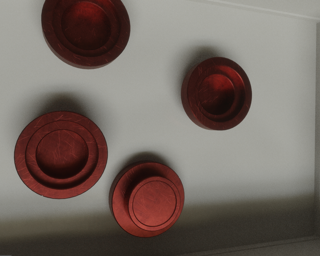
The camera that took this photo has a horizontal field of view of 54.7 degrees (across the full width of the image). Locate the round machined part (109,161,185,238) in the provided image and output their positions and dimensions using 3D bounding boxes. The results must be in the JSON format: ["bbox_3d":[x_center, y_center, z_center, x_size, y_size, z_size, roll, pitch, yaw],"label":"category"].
[{"bbox_3d":[-0.013,0.092,0.397,0.099,0.042,0.097,0,90,-20],"label":"round machined part"}]

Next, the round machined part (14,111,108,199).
[{"bbox_3d":[-0.113,0.030,0.360,0.099,0.042,0.097,0,90,-20],"label":"round machined part"}]

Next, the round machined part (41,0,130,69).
[{"bbox_3d":[-0.088,-0.118,0.369,0.099,0.042,0.097,0,90,-20],"label":"round machined part"}]

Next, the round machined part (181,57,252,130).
[{"bbox_3d":[0.074,-0.045,0.428,0.099,0.042,0.097,0,90,-20],"label":"round machined part"}]
